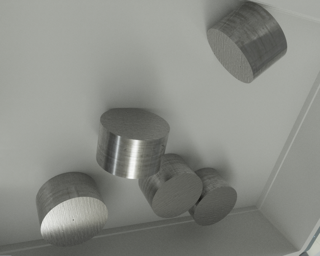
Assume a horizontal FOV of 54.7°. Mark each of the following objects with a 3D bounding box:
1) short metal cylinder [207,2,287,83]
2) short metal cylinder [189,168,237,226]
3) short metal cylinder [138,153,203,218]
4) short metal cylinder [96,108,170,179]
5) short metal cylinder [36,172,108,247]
[{"bbox_3d":[0.102,-0.100,0.369,0.050,0.080,0.080,-39,130,-2],"label":"short metal cylinder"},{"bbox_3d":[0.078,0.112,0.507,0.081,0.050,0.079,-14,125,-21],"label":"short metal cylinder"},{"bbox_3d":[0.015,0.084,0.455,0.081,0.050,0.079,-14,125,-21],"label":"short metal cylinder"},{"bbox_3d":[-0.033,0.016,0.366,0.081,0.080,0.050,-3,120,-27],"label":"short metal cylinder"},{"bbox_3d":[-0.113,0.103,0.396,0.081,0.050,0.079,-14,125,-21],"label":"short metal cylinder"}]
